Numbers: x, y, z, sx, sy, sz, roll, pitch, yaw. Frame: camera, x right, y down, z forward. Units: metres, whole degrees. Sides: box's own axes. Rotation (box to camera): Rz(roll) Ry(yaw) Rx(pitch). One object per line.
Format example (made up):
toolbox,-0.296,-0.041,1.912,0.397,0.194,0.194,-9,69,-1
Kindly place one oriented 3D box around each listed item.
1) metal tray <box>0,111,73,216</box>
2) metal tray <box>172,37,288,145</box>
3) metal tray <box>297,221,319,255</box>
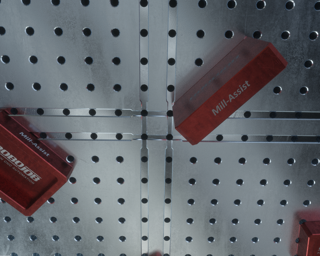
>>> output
metal tray,-0.201,0.051,0.427,0.090,0.030,0.130,-43,105,14
metal tray,0.073,-0.046,0.362,0.130,0.090,0.030,-42,105,14
metal tray,0.286,0.189,0.482,0.131,0.030,0.089,-3,110,1
